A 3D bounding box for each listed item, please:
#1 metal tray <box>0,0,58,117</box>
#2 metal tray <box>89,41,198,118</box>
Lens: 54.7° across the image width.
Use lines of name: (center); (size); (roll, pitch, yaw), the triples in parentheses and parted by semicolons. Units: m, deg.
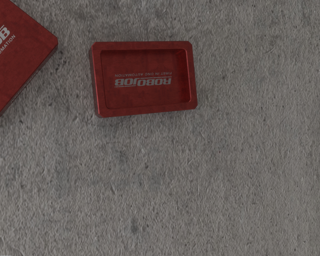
metal tray: (-0.187, -0.073, 0.337); (0.090, 0.030, 0.130); (38, 78, -16)
metal tray: (-0.020, -0.063, 0.398); (0.131, 0.030, 0.089); (-6, 92, -20)
